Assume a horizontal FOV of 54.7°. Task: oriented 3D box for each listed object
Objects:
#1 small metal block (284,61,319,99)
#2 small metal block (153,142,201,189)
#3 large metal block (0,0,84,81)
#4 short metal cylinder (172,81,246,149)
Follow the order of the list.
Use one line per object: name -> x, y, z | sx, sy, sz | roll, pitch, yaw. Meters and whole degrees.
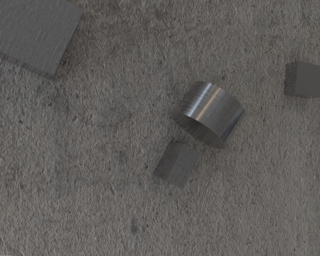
small metal block -> 0.228, -0.076, 0.493 | 0.050, 0.025, 0.050 | 6, 88, -20
small metal block -> 0.021, 0.047, 0.404 | 0.025, 0.050, 0.050 | 31, 80, -18
large metal block -> -0.141, -0.108, 0.343 | 0.080, 0.050, 0.080 | 24, 82, -19
short metal cylinder -> 0.063, -0.016, 0.403 | 0.080, 0.080, 0.050 | 38, 78, -16
